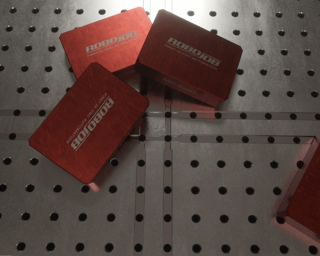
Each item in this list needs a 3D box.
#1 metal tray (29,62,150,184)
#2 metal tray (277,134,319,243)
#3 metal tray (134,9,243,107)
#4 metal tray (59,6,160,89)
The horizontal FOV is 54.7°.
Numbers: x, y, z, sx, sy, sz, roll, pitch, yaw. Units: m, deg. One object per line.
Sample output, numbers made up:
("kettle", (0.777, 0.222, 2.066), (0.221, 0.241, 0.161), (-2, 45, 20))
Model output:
("metal tray", (-0.086, -0.006, 0.392), (0.090, 0.030, 0.130), (36, 80, -1))
("metal tray", (0.218, 0.077, 0.384), (0.090, 0.030, 0.130), (32, 73, 10))
("metal tray", (0.041, -0.096, 0.428), (0.131, 0.030, 0.090), (23, 71, -8))
("metal tray", (-0.067, -0.115, 0.450), (0.131, 0.030, 0.090), (-23, 72, -9))
